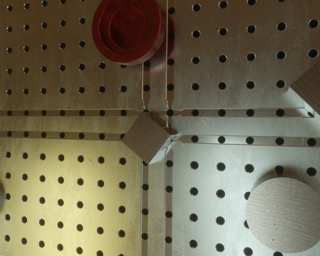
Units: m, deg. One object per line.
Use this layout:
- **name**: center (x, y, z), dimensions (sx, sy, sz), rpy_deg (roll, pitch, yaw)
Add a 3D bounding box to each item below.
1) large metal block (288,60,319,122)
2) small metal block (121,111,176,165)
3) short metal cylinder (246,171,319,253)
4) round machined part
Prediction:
- **large metal block**: center (0.198, -0.041, 0.329), dimensions (0.080, 0.050, 0.080), rpy_deg (-44, 76, 14)
- **small metal block**: center (-0.015, 0.013, 0.418), dimensions (0.050, 0.025, 0.050), rpy_deg (40, 102, 15)
- **short metal cylinder**: center (0.140, 0.092, 0.350), dimensions (0.080, 0.050, 0.079), rpy_deg (0, 90, 20)
- **round machined part**: center (-0.038, -0.133, 0.417), dimensions (0.098, 0.042, 0.097), rpy_deg (0, 90, 20)
